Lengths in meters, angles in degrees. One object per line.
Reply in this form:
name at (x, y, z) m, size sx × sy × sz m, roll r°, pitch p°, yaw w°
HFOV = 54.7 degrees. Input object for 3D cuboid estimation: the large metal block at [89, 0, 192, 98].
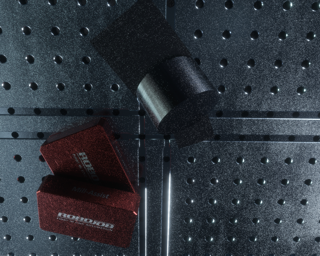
large metal block at (-0.021, -0.096, 0.364) m, size 0.080 × 0.050 × 0.080 m, roll -36°, pitch 107°, yaw 12°

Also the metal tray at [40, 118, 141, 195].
metal tray at (-0.093, 0.061, 0.432) m, size 0.090 × 0.030 × 0.129 m, roll -21°, pitch 109°, yaw 7°

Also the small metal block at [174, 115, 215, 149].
small metal block at (0.040, -0.006, 0.412) m, size 0.050 × 0.025 × 0.050 m, roll -18°, pitch 109°, yaw 6°

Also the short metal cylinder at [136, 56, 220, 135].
short metal cylinder at (0.020, -0.036, 0.355) m, size 0.080 × 0.080 × 0.050 m, roll -36°, pitch 68°, yaw 12°

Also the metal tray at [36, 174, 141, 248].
metal tray at (-0.098, 0.117, 0.429) m, size 0.131 × 0.030 × 0.089 m, roll 13°, pitch 128°, yaw -1°
